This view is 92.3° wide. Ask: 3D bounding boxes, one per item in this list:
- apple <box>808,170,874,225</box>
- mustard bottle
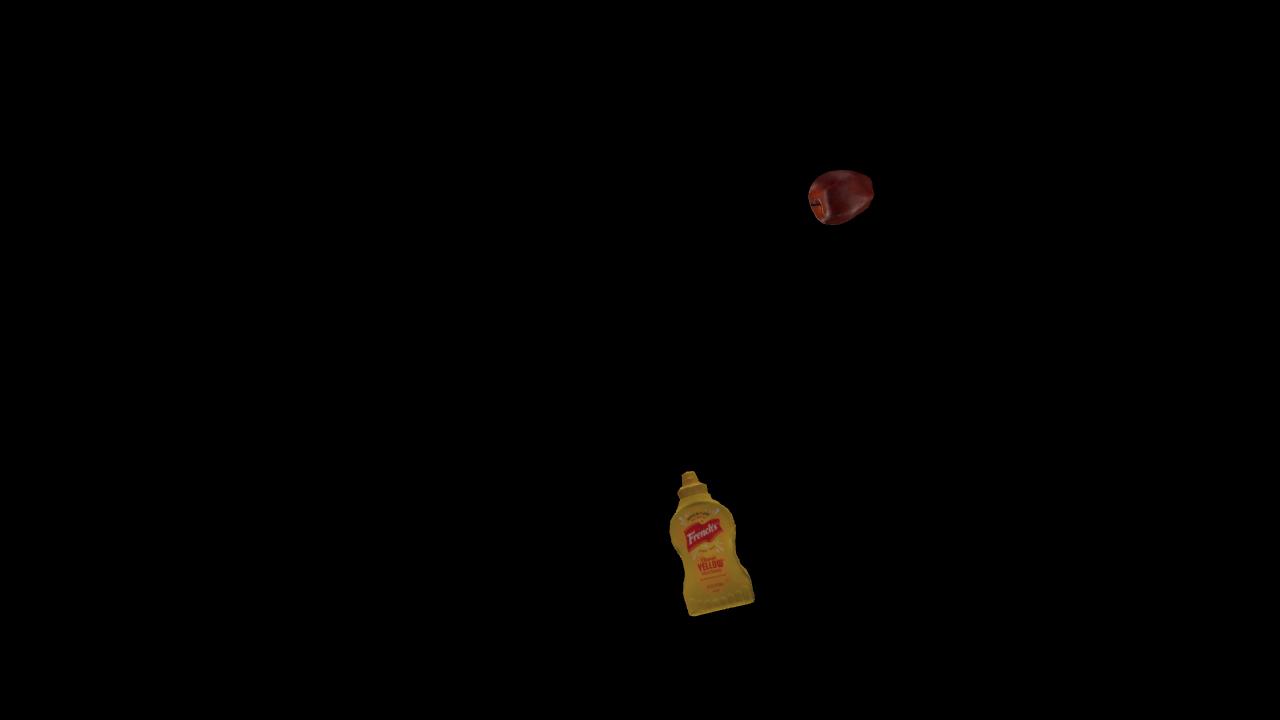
[{"bbox_3d":[0.291,-0.239,0.897,0.093,0.079,0.079,-19,2,-7],"label":"apple"},{"bbox_3d":[0.086,0.239,0.826,0.092,0.184,0.054,-17,-23,10],"label":"mustard bottle"}]
